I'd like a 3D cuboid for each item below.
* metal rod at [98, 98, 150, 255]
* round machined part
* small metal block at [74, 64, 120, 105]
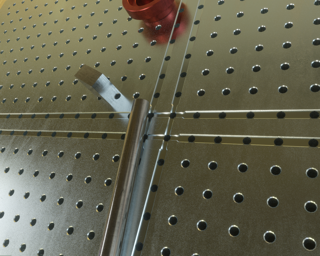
[{"bbox_3d":[-0.049,0.096,0.375,0.025,0.025,0.300,-5,59,26],"label":"metal rod"},{"bbox_3d":[-0.013,-0.225,0.542,0.098,0.042,0.098,-13,56,21],"label":"round machined part"},{"bbox_3d":[-0.098,-0.069,0.486,0.050,0.050,0.025,31,79,38],"label":"small metal block"}]
